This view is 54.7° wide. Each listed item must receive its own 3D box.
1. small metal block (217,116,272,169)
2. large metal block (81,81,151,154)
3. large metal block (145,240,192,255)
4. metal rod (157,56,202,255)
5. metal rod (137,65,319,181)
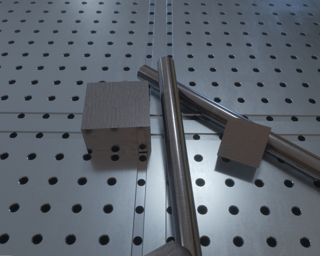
[{"bbox_3d":[0.102,0.016,0.377,0.050,0.025,0.050,17,94,14],"label":"small metal block"},{"bbox_3d":[-0.053,-0.015,0.403,0.081,0.050,0.080,-2,50,-2],"label":"large metal block"},{"bbox_3d":[-0.001,0.150,0.247,0.080,0.050,0.080,-30,53,4],"label":"large metal block"},{"bbox_3d":[0.019,0.028,0.365,0.025,0.025,0.299,-3,55,-3],"label":"metal rod"},{"bbox_3d":[0.090,-0.014,0.419,0.300,0.025,0.025,32,57,24],"label":"metal rod"}]
